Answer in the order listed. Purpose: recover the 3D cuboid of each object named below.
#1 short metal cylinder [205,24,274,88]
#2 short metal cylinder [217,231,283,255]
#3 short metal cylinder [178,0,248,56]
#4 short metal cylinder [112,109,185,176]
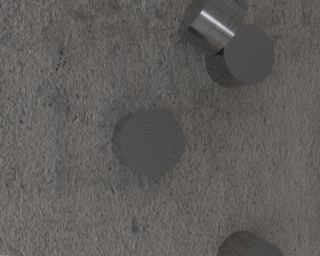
[{"bbox_3d":[0.111,-0.099,0.436,0.081,0.050,0.080,0,90,-20],"label":"short metal cylinder"},{"bbox_3d":[0.129,0.195,0.444,0.081,0.050,0.080,0,90,-20],"label":"short metal cylinder"},{"bbox_3d":[0.067,-0.143,0.404,0.050,0.080,0.080,29,81,-18],"label":"short metal cylinder"},{"bbox_3d":[-0.016,0.017,0.390,0.081,0.050,0.080,0,90,-20],"label":"short metal cylinder"}]
